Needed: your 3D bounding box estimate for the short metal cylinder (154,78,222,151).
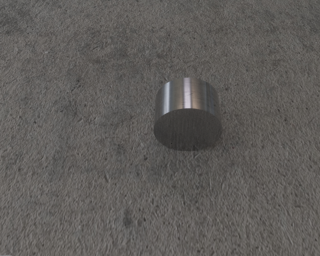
[{"bbox_3d":[0.033,-0.015,0.380,0.080,0.080,0.050,1,50,1],"label":"short metal cylinder"}]
